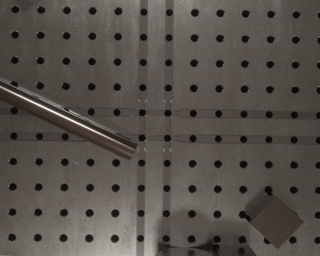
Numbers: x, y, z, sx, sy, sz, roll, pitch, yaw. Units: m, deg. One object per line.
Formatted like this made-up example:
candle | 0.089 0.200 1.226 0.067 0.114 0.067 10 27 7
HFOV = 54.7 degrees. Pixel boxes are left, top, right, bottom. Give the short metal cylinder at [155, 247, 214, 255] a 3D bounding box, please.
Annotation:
short metal cylinder | 0.032 0.189 0.387 0.081 0.080 0.050 1 90 -1

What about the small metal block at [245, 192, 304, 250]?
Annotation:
small metal block | 0.152 0.123 0.416 0.050 0.025 0.050 44 90 -1

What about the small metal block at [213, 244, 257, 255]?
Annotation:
small metal block | 0.098 0.175 0.402 0.050 0.050 0.025 5 90 -1

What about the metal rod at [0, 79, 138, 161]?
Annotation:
metal rod | -0.171 -0.031 0.411 0.301 0.025 0.025 25 90 -1
